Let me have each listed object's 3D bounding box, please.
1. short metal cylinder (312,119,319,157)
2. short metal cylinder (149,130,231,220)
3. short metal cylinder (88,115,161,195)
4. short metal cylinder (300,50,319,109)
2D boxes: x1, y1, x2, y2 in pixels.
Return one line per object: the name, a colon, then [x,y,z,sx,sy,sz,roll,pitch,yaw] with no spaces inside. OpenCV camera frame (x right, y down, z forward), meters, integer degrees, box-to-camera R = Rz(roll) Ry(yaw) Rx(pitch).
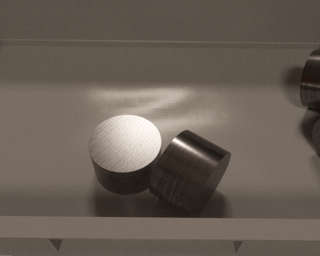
short metal cylinder: [0.231,0.012,0.362,0.050,0.080,0.080,-24,54,-19]
short metal cylinder: [0.033,0.049,0.329,0.050,0.080,0.080,30,56,22]
short metal cylinder: [-0.039,0.031,0.362,0.081,0.050,0.080,0,50,0]
short metal cylinder: [0.231,-0.064,0.418,0.050,0.080,0.080,16,48,41]
